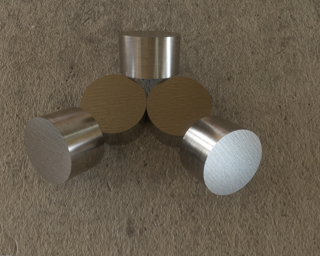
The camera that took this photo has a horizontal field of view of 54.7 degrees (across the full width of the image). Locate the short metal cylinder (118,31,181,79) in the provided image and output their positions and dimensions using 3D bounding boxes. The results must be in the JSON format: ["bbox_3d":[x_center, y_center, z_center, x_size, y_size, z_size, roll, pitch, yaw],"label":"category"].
[{"bbox_3d":[-0.014,-0.099,0.410,0.080,0.080,0.050,2,113,0],"label":"short metal cylinder"}]

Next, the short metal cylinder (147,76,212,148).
[{"bbox_3d":[0.024,-0.020,0.403,0.081,0.050,0.080,0,70,0],"label":"short metal cylinder"}]

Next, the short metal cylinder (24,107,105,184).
[{"bbox_3d":[-0.113,0.019,0.365,0.080,0.080,0.050,45,36,14],"label":"short metal cylinder"}]

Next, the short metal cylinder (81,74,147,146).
[{"bbox_3d":[-0.057,-0.023,0.403,0.081,0.050,0.080,0,70,0],"label":"short metal cylinder"}]

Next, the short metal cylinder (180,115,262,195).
[{"bbox_3d":[0.071,0.031,0.363,0.080,0.080,0.050,-35,32,-12],"label":"short metal cylinder"}]
